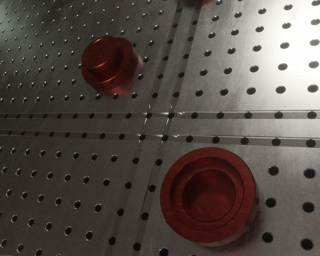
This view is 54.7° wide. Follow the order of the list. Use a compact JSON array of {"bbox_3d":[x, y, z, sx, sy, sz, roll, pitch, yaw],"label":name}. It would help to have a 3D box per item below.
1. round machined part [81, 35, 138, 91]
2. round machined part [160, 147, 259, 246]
[{"bbox_3d":[-0.089,-0.113,0.512,0.098,0.042,0.098,-13,56,20],"label":"round machined part"},{"bbox_3d":[0.053,0.073,0.324,0.098,0.042,0.098,-13,56,20],"label":"round machined part"}]
